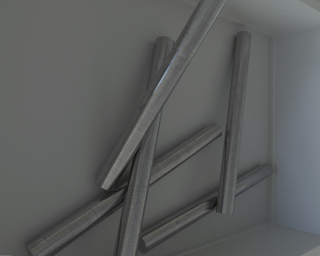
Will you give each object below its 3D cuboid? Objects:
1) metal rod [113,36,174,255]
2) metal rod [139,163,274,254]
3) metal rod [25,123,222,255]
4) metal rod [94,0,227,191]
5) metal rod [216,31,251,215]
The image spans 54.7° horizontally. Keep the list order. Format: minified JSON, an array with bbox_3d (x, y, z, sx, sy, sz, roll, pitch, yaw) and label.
[{"bbox_3d":[-0.018,0.024,0.368,0.025,0.025,0.299,25,67,-38],"label":"metal rod"},{"bbox_3d":[0.088,0.112,0.483,0.302,0.025,0.025,-17,101,-39],"label":"metal rod"},{"bbox_3d":[-0.020,0.064,0.391,0.302,0.025,0.025,-30,109,-36],"label":"metal rod"},{"bbox_3d":[0.012,-0.062,0.340,0.025,0.025,0.299,26,98,-38],"label":"metal rod"},{"bbox_3d":[0.119,-0.017,0.491,0.025,0.025,0.299,22,71,-38],"label":"metal rod"}]
